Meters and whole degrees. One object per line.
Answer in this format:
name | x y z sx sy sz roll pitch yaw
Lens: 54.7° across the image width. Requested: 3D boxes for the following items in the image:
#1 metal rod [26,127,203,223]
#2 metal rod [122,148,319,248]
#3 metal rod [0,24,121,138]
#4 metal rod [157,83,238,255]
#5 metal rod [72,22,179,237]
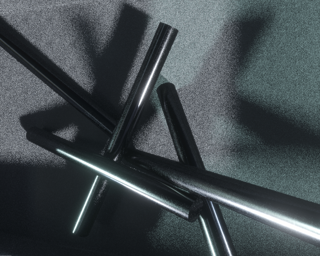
metal rod | -0.080 0.045 0.389 0.300 0.025 0.025 17 96 37
metal rod | 0.034 0.050 0.299 0.299 0.025 0.025 8 94 59
metal rod | -0.168 -0.083 0.443 0.300 0.025 0.025 39 102 5
metal rod | 0.045 0.069 0.329 0.025 0.025 0.299 -28 56 17
metal rod | -0.050 0.010 0.404 0.025 0.025 0.298 28 101 17
